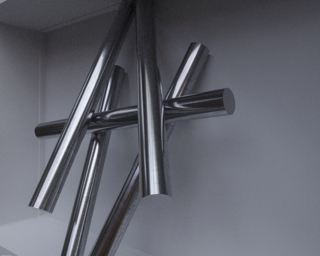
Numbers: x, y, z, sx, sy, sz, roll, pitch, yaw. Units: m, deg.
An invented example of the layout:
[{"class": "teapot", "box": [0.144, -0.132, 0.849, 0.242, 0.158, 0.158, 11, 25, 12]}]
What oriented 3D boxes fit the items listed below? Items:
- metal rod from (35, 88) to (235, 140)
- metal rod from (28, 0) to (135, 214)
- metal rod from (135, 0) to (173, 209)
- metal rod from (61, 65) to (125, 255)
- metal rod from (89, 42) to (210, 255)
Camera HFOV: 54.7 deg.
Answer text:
[{"class": "metal rod", "box": [-0.056, -0.009, 0.369, 0.300, 0.025, 0.025, -7, 86, 37]}, {"class": "metal rod", "box": [-0.083, -0.046, 0.381, 0.025, 0.025, 0.300, -6, 57, 39]}, {"class": "metal rod", "box": [-0.012, -0.059, 0.330, 0.025, 0.025, 0.300, -37, 40, 33]}, {"class": "metal rod", "box": [-0.085, 0.048, 0.397, 0.025, 0.025, 0.299, -13, 57, 39]}, {"class": "metal rod", "box": [-0.016, 0.039, 0.346, 0.025, 0.025, 0.299, 18, 79, 38]}]
